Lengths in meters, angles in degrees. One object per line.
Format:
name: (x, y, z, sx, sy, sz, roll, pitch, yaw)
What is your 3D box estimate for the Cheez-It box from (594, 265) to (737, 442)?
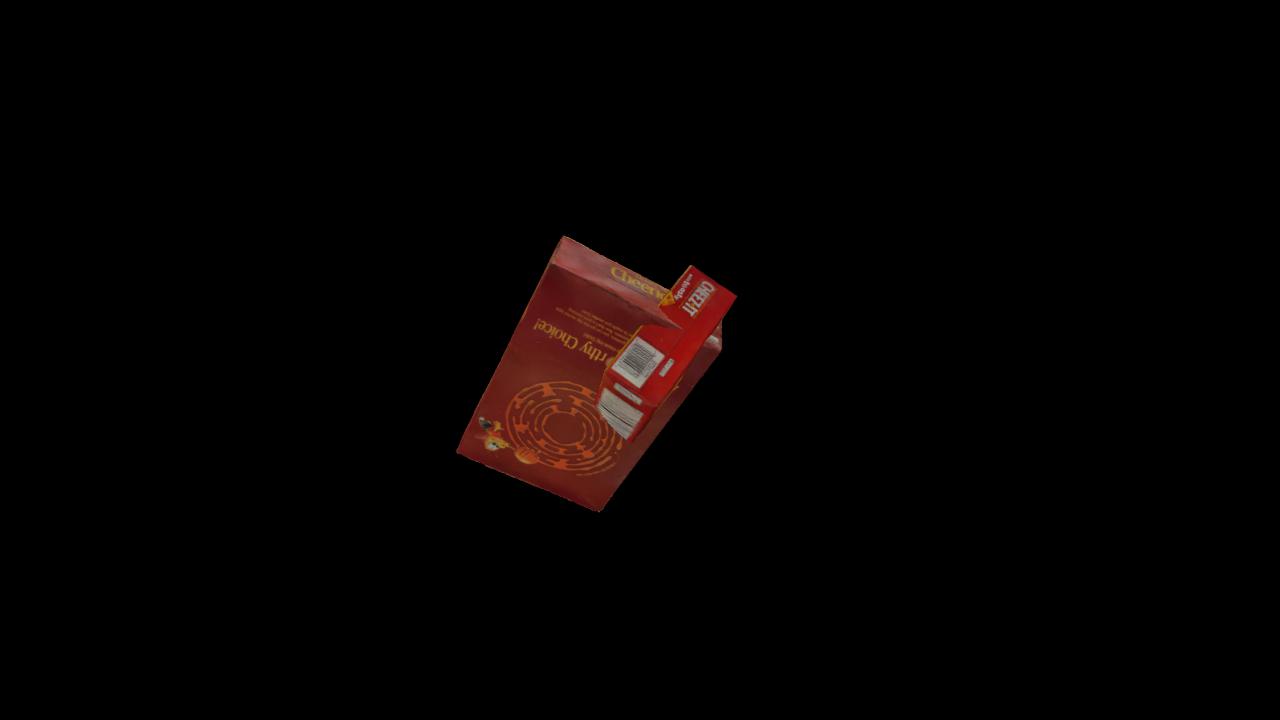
Cheez-It box: (0.014, 0.011, 0.727, 0.071, 0.166, 0.223, 36, -25, 3)

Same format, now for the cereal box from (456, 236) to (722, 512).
cereal box: (-0.068, 0.033, 0.726, 0.203, 0.306, 0.081, 26, 34, -12)
